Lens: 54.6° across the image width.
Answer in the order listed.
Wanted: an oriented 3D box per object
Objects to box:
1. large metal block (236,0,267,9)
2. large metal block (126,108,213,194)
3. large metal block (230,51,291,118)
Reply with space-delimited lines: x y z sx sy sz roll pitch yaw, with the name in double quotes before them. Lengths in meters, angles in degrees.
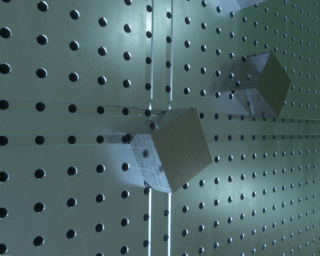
"large metal block" 0.152 -0.264 0.518 0.080 0.050 0.080 43 64 -32
"large metal block" 0.014 0.026 0.404 0.081 0.050 0.080 -31 109 -36
"large metal block" 0.177 -0.073 0.539 0.080 0.050 0.080 41 65 -32
